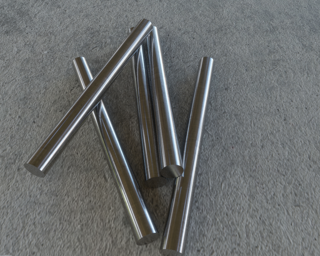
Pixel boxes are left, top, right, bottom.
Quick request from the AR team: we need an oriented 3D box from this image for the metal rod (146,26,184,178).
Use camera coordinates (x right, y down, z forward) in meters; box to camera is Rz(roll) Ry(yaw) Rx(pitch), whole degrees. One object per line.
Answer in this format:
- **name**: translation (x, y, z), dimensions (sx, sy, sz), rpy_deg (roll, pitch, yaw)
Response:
- **metal rod**: translation (0.000, -0.060, 0.440), dimensions (0.025, 0.025, 0.300), rpy_deg (-4, 46, -3)

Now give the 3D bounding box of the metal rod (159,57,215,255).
- **metal rod**: translation (0.043, 0.010, 0.394), dimensions (0.025, 0.025, 0.300), rpy_deg (9, 51, 8)

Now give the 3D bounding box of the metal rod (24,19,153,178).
- **metal rod**: translation (-0.079, -0.062, 0.420), dimensions (0.025, 0.025, 0.301), rpy_deg (17, 52, 13)

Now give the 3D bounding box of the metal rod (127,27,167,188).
- **metal rod**: translation (-0.025, -0.052, 0.446), dimensions (0.025, 0.025, 0.300), rpy_deg (-6, 50, -5)

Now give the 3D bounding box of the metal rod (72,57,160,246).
- **metal rod**: translation (-0.069, 0.005, 0.398), dimensions (0.025, 0.025, 0.300), rpy_deg (-17, 52, -14)
